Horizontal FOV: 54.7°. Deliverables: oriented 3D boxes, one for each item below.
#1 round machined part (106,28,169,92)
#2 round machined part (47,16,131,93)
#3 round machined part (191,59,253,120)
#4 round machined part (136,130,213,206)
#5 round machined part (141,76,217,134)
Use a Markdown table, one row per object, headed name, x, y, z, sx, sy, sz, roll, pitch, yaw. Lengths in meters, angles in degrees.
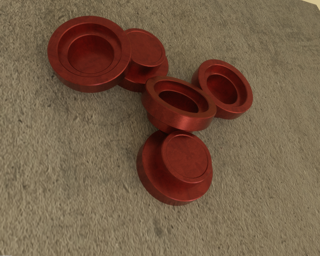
| name | x | y | z | sx | sy | sz | roll | pitch | yaw |
| --- | --- | --- | --- | --- | --- | --- | --- | --- | --- |
| round machined part | -0.031 | -0.102 | 0.441 | 0.099 | 0.042 | 0.098 | 14 | 56 | -21 |
| round machined part | -0.086 | -0.088 | 0.389 | 0.099 | 0.042 | 0.098 | 2 | 70 | -6 |
| round machined part | 0.091 | -0.055 | 0.479 | 0.099 | 0.042 | 0.098 | 14 | 56 | -21 |
| round machined part | 0.024 | 0.042 | 0.382 | 0.099 | 0.042 | 0.098 | 14 | 56 | -21 |
| round machined part | 0.021 | -0.026 | 0.409 | 0.099 | 0.042 | 0.098 | 16 | 33 | -11 |
